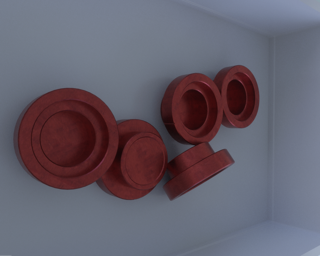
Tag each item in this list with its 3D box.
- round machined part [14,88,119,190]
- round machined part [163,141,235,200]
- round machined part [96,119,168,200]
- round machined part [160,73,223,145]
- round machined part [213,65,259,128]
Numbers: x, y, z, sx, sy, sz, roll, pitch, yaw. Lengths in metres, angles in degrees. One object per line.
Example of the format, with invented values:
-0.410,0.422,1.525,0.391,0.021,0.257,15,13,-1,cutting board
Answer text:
-0.095,0.011,0.314,0.099,0.042,0.097,1,88,-36,round machined part
0.045,0.053,0.410,0.099,0.097,0.042,-19,71,-39,round machined part
-0.029,0.038,0.373,0.099,0.042,0.097,0,90,-40,round machined part
0.040,-0.025,0.430,0.099,0.042,0.097,-1,91,-40,round machined part
0.113,-0.048,0.493,0.099,0.042,0.097,0,90,-40,round machined part
